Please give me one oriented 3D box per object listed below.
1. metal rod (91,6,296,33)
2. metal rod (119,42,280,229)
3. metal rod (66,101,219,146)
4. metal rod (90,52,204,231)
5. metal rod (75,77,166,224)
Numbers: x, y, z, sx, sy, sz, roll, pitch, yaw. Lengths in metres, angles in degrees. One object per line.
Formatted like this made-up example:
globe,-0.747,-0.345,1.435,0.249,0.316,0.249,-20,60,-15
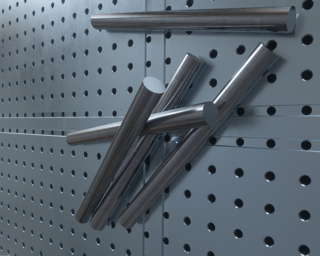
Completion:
metal rod,0.015,-0.137,0.395,0.300,0.025,0.025,15,100,38
metal rod,0.032,0.027,0.381,0.025,0.025,0.298,51,120,27
metal rod,-0.049,0.002,0.420,0.299,0.025,0.025,-9,84,47
metal rod,-0.028,0.034,0.430,0.025,0.025,0.298,45,117,30
metal rod,-0.067,0.051,0.416,0.025,0.025,0.298,56,136,25
